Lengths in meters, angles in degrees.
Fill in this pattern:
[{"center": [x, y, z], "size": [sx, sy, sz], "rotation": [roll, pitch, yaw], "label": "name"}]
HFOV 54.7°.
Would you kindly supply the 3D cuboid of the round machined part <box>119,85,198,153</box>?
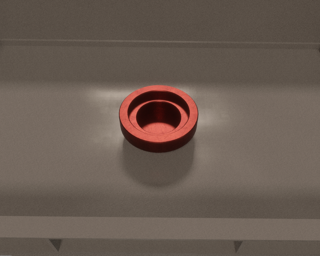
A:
[{"center": [-0.002, -0.007, 0.400], "size": [0.099, 0.042, 0.098], "rotation": [0, 50, 0], "label": "round machined part"}]
